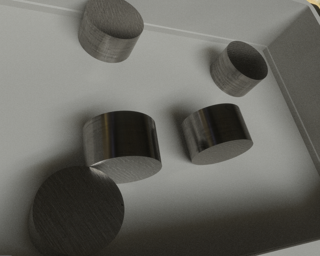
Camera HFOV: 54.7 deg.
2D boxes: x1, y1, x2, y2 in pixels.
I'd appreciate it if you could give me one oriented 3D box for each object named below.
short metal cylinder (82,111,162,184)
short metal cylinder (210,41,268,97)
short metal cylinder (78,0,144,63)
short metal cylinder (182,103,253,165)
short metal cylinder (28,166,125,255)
[{"bbox_3d":[-0.041,0.023,0.334,0.081,0.080,0.050,5,60,-26],"label":"short metal cylinder"},{"bbox_3d":[0.132,-0.099,0.521,0.081,0.050,0.080,14,56,-21],"label":"short metal cylinder"},{"bbox_3d":[-0.070,-0.139,0.437,0.081,0.050,0.080,14,56,-21],"label":"short metal cylinder"},{"bbox_3d":[0.073,0.010,0.404,0.081,0.080,0.050,-1,62,-29],"label":"short metal cylinder"},{"bbox_3d":[-0.080,0.082,0.295,0.081,0.050,0.080,13,58,-21],"label":"short metal cylinder"}]
